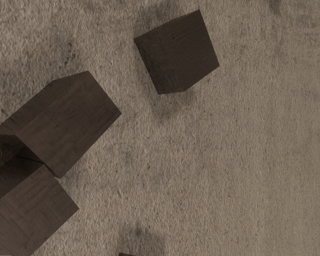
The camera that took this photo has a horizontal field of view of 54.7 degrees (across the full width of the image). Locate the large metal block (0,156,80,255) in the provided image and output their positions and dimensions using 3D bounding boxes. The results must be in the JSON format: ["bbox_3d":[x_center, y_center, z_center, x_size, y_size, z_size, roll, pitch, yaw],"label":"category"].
[{"bbox_3d":[-0.130,0.071,0.261,0.080,0.080,0.050,-44,117,-31],"label":"large metal block"}]

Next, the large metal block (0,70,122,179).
[{"bbox_3d":[-0.097,-0.004,0.289,0.080,0.080,0.050,-51,120,-28],"label":"large metal block"}]

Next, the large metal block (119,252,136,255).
[{"bbox_3d":[-0.018,0.206,0.376,0.080,0.050,0.080,30,71,-36],"label":"large metal block"}]

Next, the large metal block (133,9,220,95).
[{"bbox_3d":[0.024,-0.100,0.411,0.080,0.050,0.080,-38,114,-34],"label":"large metal block"}]
